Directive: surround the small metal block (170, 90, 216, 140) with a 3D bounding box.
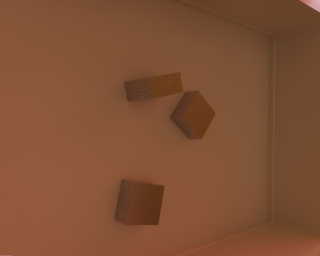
[{"bbox_3d":[0.049,-0.018,0.450,0.050,0.025,0.050,47,62,-30],"label":"small metal block"}]

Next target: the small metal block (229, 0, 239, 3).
[{"bbox_3d":[0.118,-0.245,0.510,0.050,0.025,0.050,19,78,-39],"label":"small metal block"}]

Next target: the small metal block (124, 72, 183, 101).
[{"bbox_3d":[-0.008,-0.051,0.385,0.050,0.050,0.025,-17,101,-39],"label":"small metal block"}]

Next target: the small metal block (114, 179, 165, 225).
[{"bbox_3d":[-0.025,0.093,0.388,0.050,0.025,0.050,16,80,-39],"label":"small metal block"}]
